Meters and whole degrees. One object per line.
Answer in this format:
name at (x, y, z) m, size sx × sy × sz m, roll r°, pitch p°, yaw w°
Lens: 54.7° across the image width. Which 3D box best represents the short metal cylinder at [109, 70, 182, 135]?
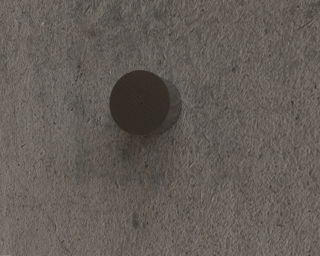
short metal cylinder at (-0.017, -0.031, 0.402) m, size 0.080 × 0.050 × 0.080 m, roll 0°, pitch 90°, yaw 20°
